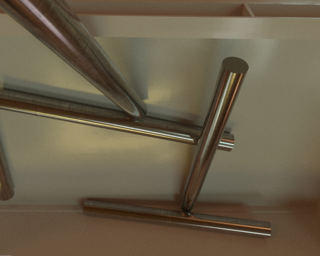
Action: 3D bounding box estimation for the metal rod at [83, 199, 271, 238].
[{"bbox_3d":[0.024,0.148,0.507,0.302,0.025,0.025,6,130,5],"label":"metal rod"}]

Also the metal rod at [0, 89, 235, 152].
[{"bbox_3d":[-0.049,-0.008,0.401,0.302,0.025,0.025,11,129,-10],"label":"metal rod"}]

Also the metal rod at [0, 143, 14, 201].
[{"bbox_3d":[-0.229,-0.006,0.401,0.025,0.025,0.298,5,130,-5],"label":"metal rod"}]

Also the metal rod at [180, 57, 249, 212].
[{"bbox_3d":[0.058,0.035,0.406,0.025,0.025,0.298,4,140,-3],"label":"metal rod"}]

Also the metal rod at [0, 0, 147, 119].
[{"bbox_3d":[-0.048,-0.046,0.246,0.025,0.025,0.300,-8,171,6],"label":"metal rod"}]
